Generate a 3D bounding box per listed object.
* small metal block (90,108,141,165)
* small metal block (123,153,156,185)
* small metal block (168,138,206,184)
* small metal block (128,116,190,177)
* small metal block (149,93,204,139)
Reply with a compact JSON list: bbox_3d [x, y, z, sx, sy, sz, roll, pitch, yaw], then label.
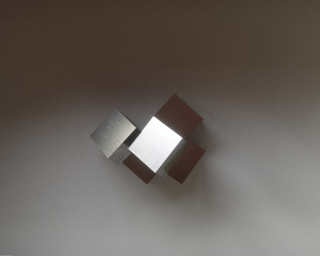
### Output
[{"bbox_3d":[-0.054,0.010,0.397,0.050,0.025,0.050,-48,52,0],"label":"small metal block"},{"bbox_3d":[-0.018,0.037,0.409,0.050,0.025,0.050,42,90,-1],"label":"small metal block"},{"bbox_3d":[0.030,0.040,0.398,0.025,0.050,0.050,35,90,-1],"label":"small metal block"},{"bbox_3d":[-0.001,0.022,0.373,0.050,0.025,0.050,38,90,33],"label":"small metal block"},{"bbox_3d":[0.021,-0.010,0.410,0.050,0.025,0.050,42,90,-1],"label":"small metal block"}]
